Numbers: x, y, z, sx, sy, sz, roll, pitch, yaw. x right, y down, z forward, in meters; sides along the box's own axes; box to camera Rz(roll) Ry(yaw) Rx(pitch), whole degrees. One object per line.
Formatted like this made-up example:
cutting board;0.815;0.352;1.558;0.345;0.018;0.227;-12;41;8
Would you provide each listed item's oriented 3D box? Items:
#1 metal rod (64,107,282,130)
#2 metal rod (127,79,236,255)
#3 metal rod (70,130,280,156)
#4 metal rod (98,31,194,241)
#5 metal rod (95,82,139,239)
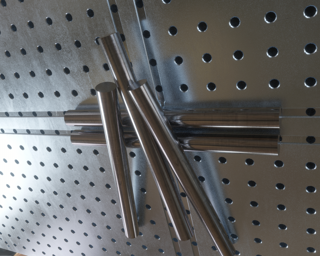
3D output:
metal rod;-0.003;-0.013;0.404;0.301;0.025;0.025;1;119;27
metal rod;0.039;0.071;0.409;0.025;0.025;0.299;-11;120;32
metal rod;0.001;0.017;0.420;0.301;0.025;0.025;1;119;27
metal rod;-0.010;0.027;0.400;0.025;0.025;0.298;-6;116;31
metal rod;-0.056;0.069;0.458;0.025;0.025;0.298;13;131;20
